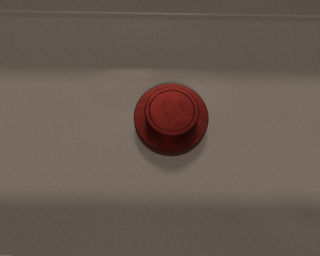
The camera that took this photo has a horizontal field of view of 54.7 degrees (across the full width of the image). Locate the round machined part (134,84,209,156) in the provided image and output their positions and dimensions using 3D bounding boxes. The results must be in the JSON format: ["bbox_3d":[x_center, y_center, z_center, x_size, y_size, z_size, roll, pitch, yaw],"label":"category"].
[{"bbox_3d":[0.015,-0.015,0.406,0.099,0.042,0.098,0,70,-1],"label":"round machined part"}]
